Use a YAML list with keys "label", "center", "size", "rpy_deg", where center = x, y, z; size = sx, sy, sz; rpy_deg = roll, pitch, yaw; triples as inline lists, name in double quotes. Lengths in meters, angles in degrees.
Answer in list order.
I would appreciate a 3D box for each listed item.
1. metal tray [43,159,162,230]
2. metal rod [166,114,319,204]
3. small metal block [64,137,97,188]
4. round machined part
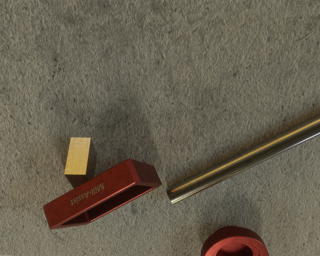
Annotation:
- label: "metal tray"
  center: [-0.071, 0.088, 0.407]
  size: [0.130, 0.090, 0.030]
  rpy_deg: [-30, 70, 10]
- label: "metal rod"
  center: [0.147, 0.029, 0.422]
  size: [0.301, 0.025, 0.025]
  rpy_deg: [-28, 108, 9]
- label: "small metal block"
  center: [-0.101, 0.046, 0.401]
  size: [0.025, 0.050, 0.050]
  rpy_deg: [1, 150, -1]
- label: "round machined part"
  center: [0.111, 0.190, 0.473]
  size: [0.099, 0.042, 0.097]
  rpy_deg: [0, 110, -1]
